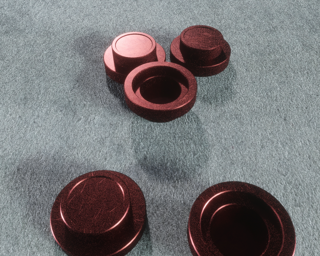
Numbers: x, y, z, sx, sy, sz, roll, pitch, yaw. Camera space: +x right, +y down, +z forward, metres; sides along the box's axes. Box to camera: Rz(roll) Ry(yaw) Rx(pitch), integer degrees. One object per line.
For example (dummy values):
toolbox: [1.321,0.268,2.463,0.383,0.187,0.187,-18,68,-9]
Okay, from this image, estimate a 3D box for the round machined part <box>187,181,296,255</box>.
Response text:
round machined part: [0.076,0.105,0.304,0.099,0.042,0.098,0,50,0]

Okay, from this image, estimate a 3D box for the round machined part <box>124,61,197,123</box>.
round machined part: [0.001,-0.046,0.430,0.099,0.042,0.098,0,50,0]

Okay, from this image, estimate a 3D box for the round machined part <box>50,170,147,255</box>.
round machined part: [-0.064,0.084,0.321,0.099,0.042,0.098,0,50,0]

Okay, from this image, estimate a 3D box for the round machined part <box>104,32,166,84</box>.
round machined part: [-0.040,-0.115,0.488,0.099,0.042,0.098,0,50,0]

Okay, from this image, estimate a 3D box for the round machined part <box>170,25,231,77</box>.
round machined part: [0.066,-0.130,0.502,0.099,0.042,0.098,0,50,0]
